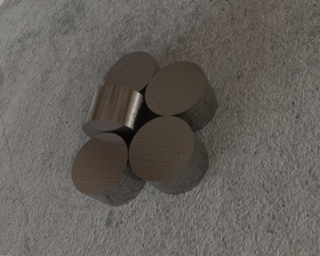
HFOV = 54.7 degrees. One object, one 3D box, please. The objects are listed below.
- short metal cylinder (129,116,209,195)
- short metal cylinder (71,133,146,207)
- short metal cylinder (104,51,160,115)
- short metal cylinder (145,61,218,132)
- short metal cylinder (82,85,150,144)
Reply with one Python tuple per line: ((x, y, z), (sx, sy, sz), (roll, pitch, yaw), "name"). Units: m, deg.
((0.011, 0.032, 0.363), (0.080, 0.050, 0.080), (-14, 56, 22), "short metal cylinder")
((-0.062, 0.053, 0.390), (0.080, 0.050, 0.080), (-14, 56, 21), "short metal cylinder")
((-0.032, -0.062, 0.444), (0.080, 0.050, 0.080), (-14, 56, 21), "short metal cylinder")
((0.028, -0.038, 0.397), (0.080, 0.050, 0.080), (-13, 57, 21), "short metal cylinder")
((-0.056, -0.012, 0.407), (0.080, 0.080, 0.050), (-3, 61, 27), "short metal cylinder")
